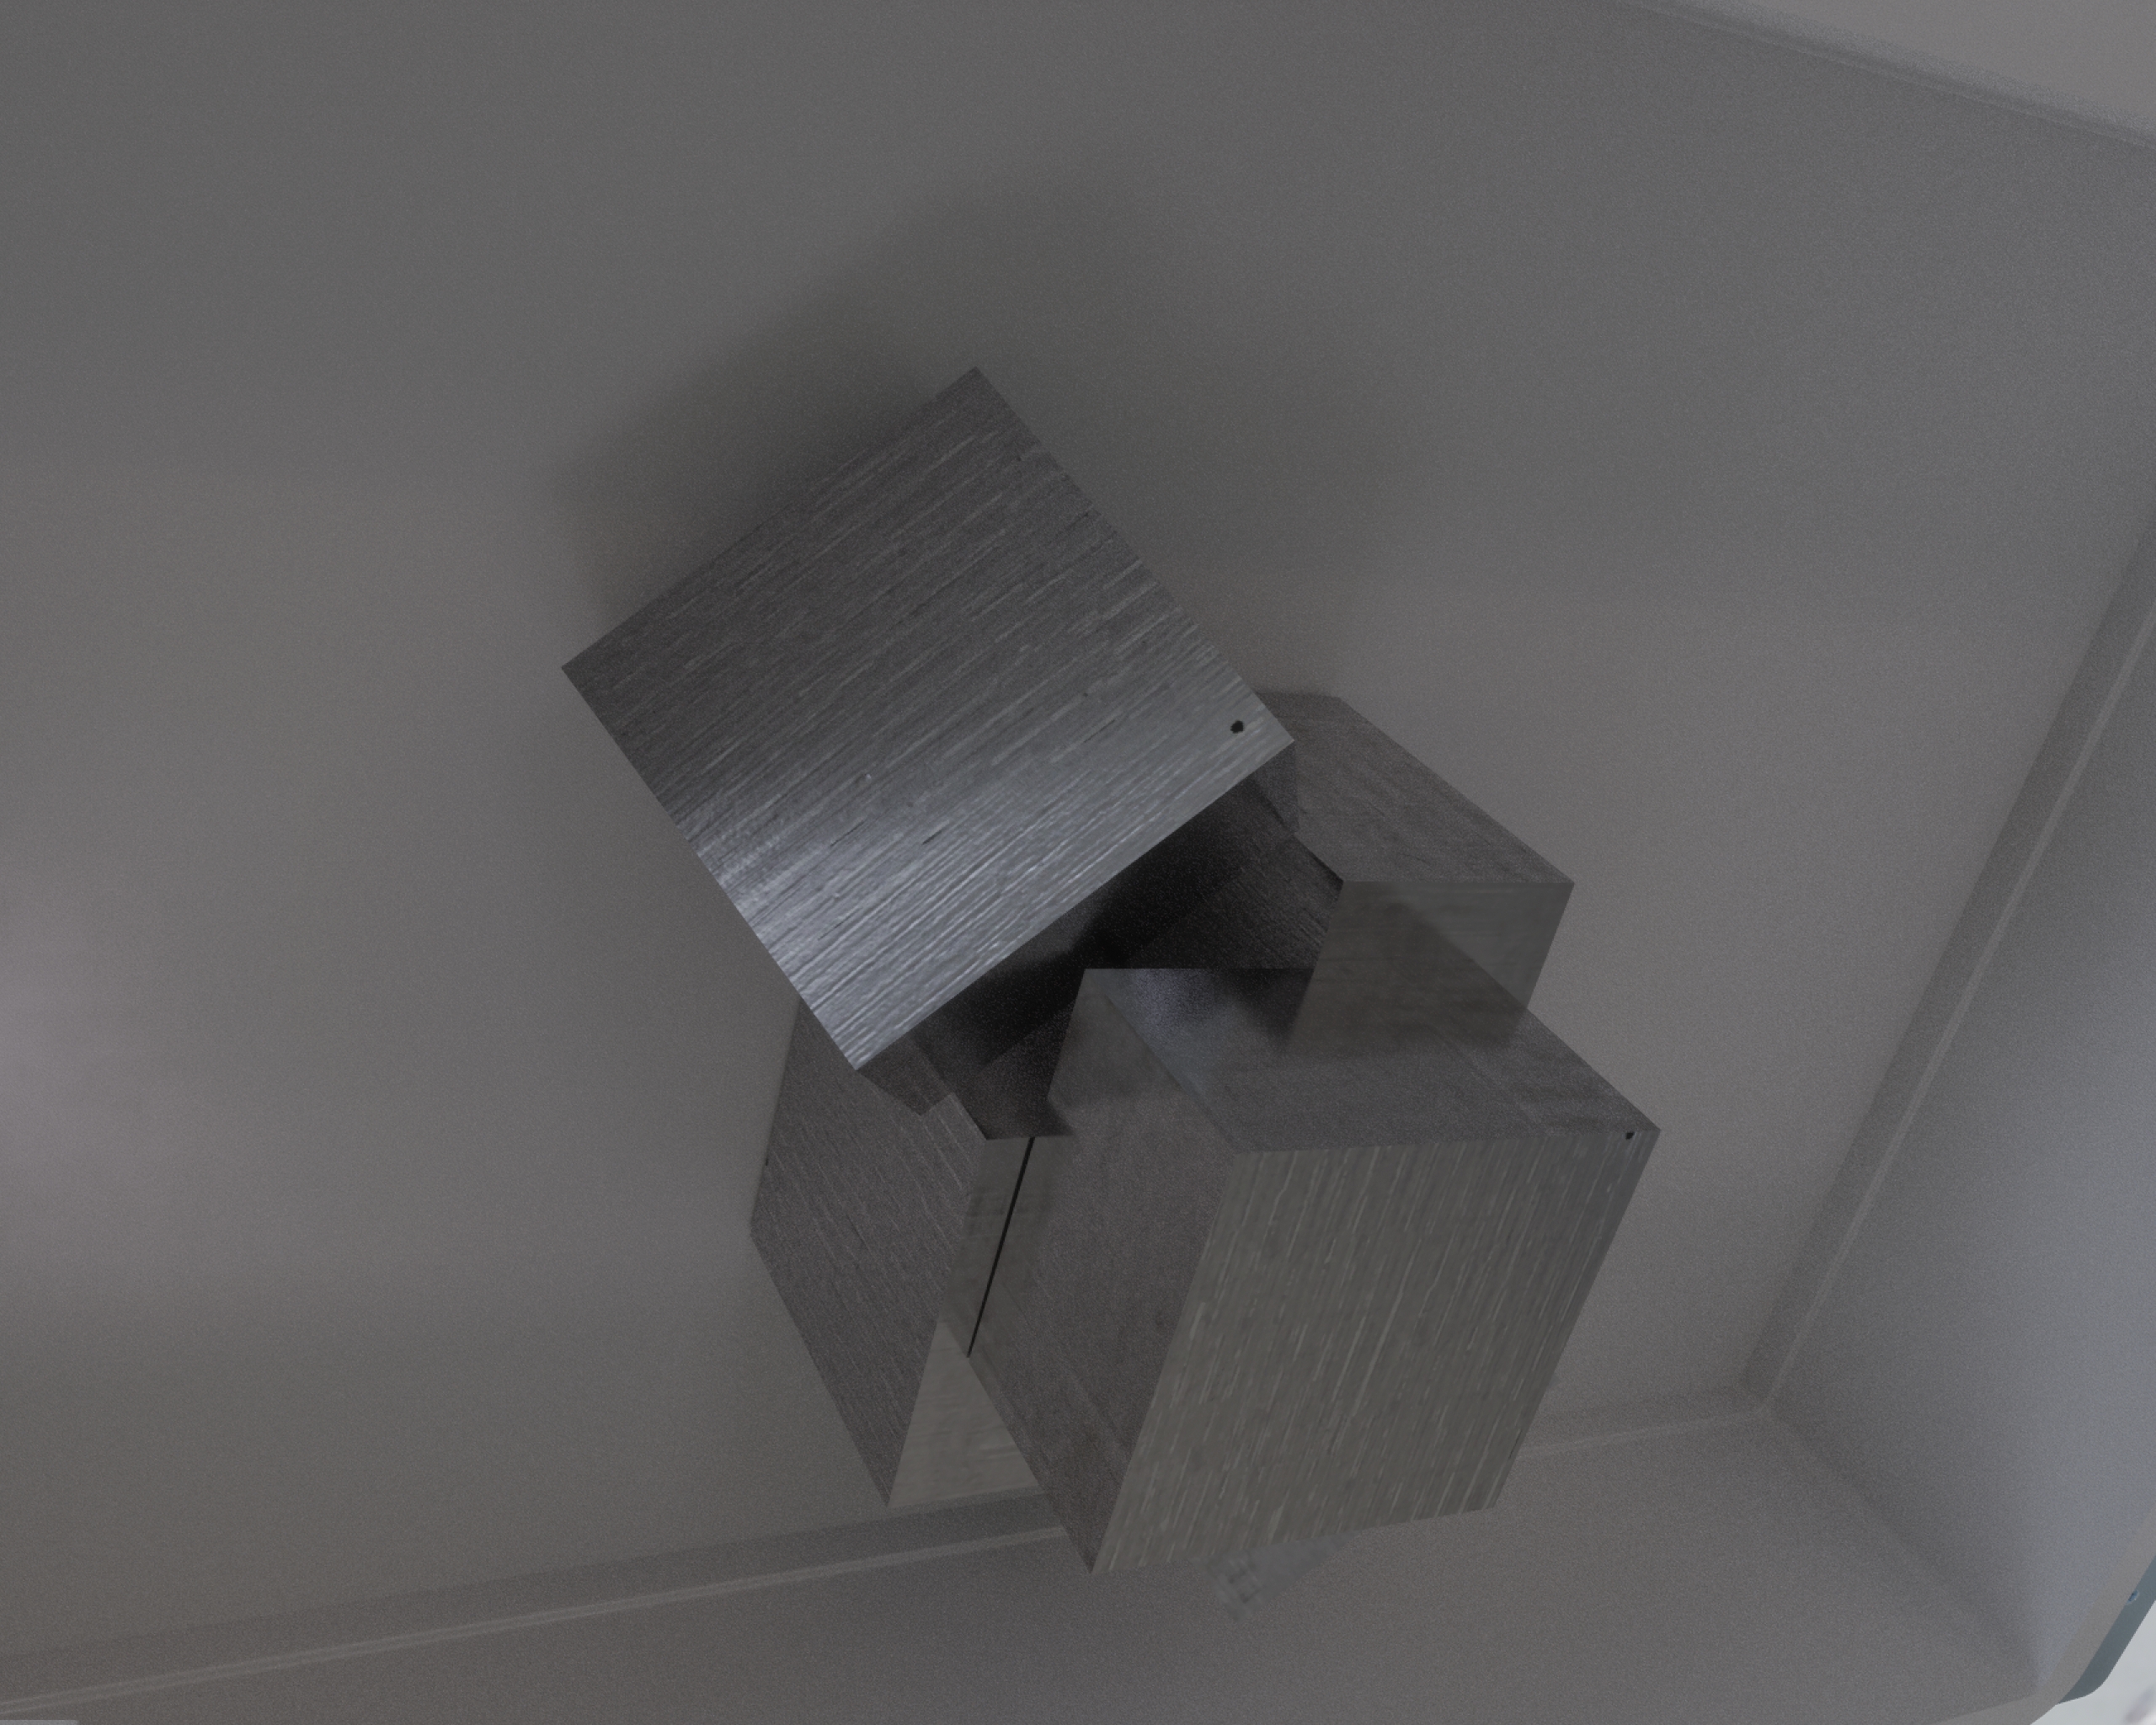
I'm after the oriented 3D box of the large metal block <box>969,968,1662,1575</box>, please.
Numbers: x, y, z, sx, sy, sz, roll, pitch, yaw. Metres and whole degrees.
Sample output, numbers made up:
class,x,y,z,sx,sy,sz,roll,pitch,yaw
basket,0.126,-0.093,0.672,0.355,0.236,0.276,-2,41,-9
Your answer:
class,x,y,z,sx,sy,sz,roll,pitch,yaw
large metal block,0.037,0.065,0.346,0.081,0.050,0.079,2,118,-29

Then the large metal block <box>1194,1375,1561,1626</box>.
class,x,y,z,sx,sy,sz,roll,pitch,yaw
large metal block,0.045,0.106,0.452,0.080,0.080,0.050,-36,94,-5

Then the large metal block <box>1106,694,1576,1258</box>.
class,x,y,z,sx,sy,sz,roll,pitch,yaw
large metal block,0.039,0.019,0.403,0.050,0.080,0.079,1,118,-29

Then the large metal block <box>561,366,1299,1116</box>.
class,x,y,z,sx,sy,sz,roll,pitch,yaw
large metal block,-0.021,-0.018,0.339,0.080,0.080,0.050,-37,164,-4

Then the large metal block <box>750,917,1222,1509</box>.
class,x,y,z,sx,sy,sz,roll,pitch,yaw
large metal block,-0.019,0.062,0.399,0.050,0.080,0.079,1,118,-29
